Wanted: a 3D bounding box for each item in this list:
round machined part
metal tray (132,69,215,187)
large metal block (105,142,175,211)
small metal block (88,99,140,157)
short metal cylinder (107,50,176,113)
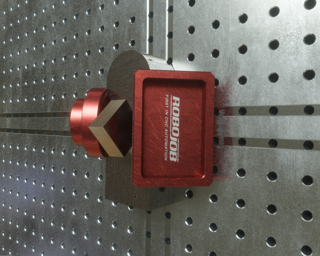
[{"bbox_3d":[-0.093,-0.007,0.433,0.042,0.098,0.097,1,91,7],"label":"round machined part"},{"bbox_3d":[0.014,0.001,0.357,0.030,0.091,0.129,-174,85,-83],"label":"metal tray"},{"bbox_3d":[-0.027,0.058,0.415,0.080,0.050,0.079,3,92,40],"label":"large metal block"},{"bbox_3d":[-0.052,0.000,0.381,0.025,0.050,0.050,0,132,37],"label":"small metal block"},{"bbox_3d":[-0.025,-0.059,0.413,0.080,0.050,0.080,0,90,40],"label":"short metal cylinder"}]
